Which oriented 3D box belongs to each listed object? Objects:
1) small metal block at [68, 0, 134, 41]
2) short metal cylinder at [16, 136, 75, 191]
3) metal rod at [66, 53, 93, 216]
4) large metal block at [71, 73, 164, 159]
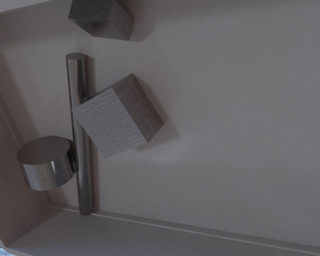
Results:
[{"bbox_3d":[-0.064,-0.121,0.346,0.050,0.050,0.025,13,88,21],"label":"small metal block"},{"bbox_3d":[-0.182,0.055,0.501,0.080,0.080,0.050,11,123,22],"label":"short metal cylinder"},{"bbox_3d":[-0.123,0.029,0.489,0.025,0.025,0.298,18,126,17],"label":"metal rod"},{"bbox_3d":[-0.055,-0.014,0.411,0.080,0.050,0.080,-22,107,36],"label":"large metal block"}]
